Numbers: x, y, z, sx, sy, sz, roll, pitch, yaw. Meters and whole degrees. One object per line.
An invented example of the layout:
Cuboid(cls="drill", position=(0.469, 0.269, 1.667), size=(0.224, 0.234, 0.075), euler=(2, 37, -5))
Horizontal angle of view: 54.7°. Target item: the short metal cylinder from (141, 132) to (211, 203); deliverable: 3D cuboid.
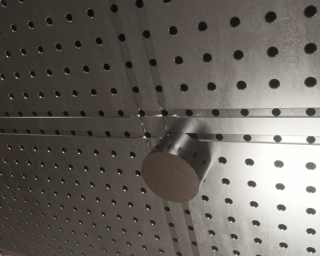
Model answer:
Cuboid(cls="short metal cylinder", position=(0.022, 0.052, 0.415), size=(0.080, 0.050, 0.079), euler=(13, 124, 20))
